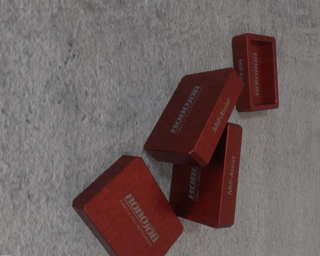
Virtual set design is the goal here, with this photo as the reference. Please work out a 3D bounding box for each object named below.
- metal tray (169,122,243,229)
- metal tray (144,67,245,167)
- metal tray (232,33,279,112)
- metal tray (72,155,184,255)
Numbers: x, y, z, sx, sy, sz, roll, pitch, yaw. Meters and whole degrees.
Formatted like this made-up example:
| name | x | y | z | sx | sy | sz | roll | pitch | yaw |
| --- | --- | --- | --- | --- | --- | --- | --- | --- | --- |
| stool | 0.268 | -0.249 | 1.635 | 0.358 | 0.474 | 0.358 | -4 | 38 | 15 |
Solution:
| name | x | y | z | sx | sy | sz | roll | pitch | yaw |
| --- | --- | --- | --- | --- | --- | --- | --- | --- | --- |
| metal tray | 0.059 | 0.058 | 0.413 | 0.030 | 0.090 | 0.129 | 11 | 83 | -40 |
| metal tray | 0.044 | -0.016 | 0.401 | 0.030 | 0.090 | 0.130 | 44 | 64 | -32 |
| metal tray | 0.170 | -0.096 | 0.547 | 0.091 | 0.030 | 0.129 | -8 | 95 | -40 |
| metal tray | -0.033 | 0.109 | 0.376 | 0.090 | 0.030 | 0.130 | -43 | 116 | -32 |
